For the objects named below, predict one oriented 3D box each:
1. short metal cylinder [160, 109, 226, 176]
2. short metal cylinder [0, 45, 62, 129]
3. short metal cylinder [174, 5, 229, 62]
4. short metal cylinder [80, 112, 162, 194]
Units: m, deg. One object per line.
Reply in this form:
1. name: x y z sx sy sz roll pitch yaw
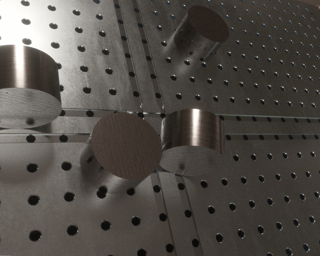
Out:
1. short metal cylinder: 0.039 0.020 0.384 0.081 0.080 0.050 18 55 -19
2. short metal cylinder: -0.145 -0.040 0.319 0.081 0.080 0.050 1 62 -28
3. short metal cylinder: 0.071 -0.161 0.531 0.081 0.050 0.080 14 56 -21
4. short metal cylinder: -0.045 0.029 0.352 0.081 0.050 0.080 14 56 -21
